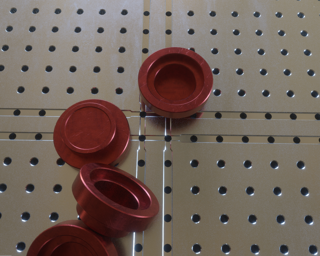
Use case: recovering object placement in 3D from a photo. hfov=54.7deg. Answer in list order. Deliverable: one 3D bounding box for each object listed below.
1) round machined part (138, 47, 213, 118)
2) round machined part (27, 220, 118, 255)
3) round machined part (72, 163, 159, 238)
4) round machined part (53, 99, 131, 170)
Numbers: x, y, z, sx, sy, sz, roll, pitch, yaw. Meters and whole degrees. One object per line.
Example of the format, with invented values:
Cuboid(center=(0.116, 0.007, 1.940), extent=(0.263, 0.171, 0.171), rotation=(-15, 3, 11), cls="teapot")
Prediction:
Cuboid(center=(0.020, -0.058, 0.424), extent=(0.099, 0.042, 0.098), rotation=(0, 70, -1), cls="round machined part")
Cuboid(center=(-0.091, 0.149, 0.336), extent=(0.098, 0.042, 0.097), rotation=(0, 87, 11), cls="round machined part")
Cuboid(center=(-0.054, 0.084, 0.348), extent=(0.098, 0.098, 0.042), rotation=(32, 101, 11), cls="round machined part")
Cuboid(center=(-0.089, 0.006, 0.399), extent=(0.099, 0.042, 0.098), rotation=(0, 70, 0), cls="round machined part")
